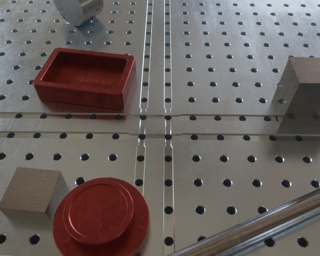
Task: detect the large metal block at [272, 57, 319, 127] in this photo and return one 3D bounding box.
[{"bbox_3d":[0.207,-0.046,0.414,0.081,0.080,0.050,1,50,0],"label":"large metal block"}]

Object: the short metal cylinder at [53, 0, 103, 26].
[{"bbox_3d":[-0.151,-0.236,0.568,0.080,0.080,0.050,30,56,22],"label":"short metal cylinder"}]

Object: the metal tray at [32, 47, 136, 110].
[{"bbox_3d":[-0.109,-0.077,0.467,0.131,0.030,0.090,8,50,6],"label":"metal tray"}]

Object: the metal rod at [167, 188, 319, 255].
[{"bbox_3d":[0.114,0.101,0.324,0.302,0.025,0.025,-18,53,-15],"label":"metal rod"}]

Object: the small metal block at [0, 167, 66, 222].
[{"bbox_3d":[-0.140,0.073,0.344,0.050,0.025,0.050,5,50,4],"label":"small metal block"}]

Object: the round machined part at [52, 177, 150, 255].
[{"bbox_3d":[-0.060,0.093,0.318,0.099,0.042,0.098,0,50,0],"label":"round machined part"}]
